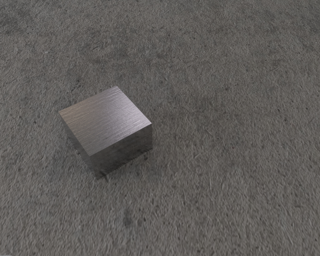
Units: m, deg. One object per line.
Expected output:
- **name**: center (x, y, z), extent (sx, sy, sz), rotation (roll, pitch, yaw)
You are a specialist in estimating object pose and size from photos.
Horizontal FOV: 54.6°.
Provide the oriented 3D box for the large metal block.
- **large metal block**: center (-0.066, 0.003, 0.384), extent (0.080, 0.050, 0.080), rotation (-29, 56, -22)
